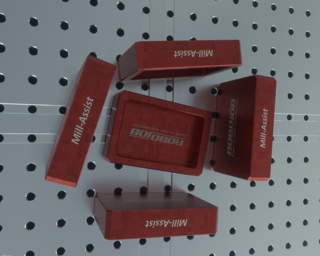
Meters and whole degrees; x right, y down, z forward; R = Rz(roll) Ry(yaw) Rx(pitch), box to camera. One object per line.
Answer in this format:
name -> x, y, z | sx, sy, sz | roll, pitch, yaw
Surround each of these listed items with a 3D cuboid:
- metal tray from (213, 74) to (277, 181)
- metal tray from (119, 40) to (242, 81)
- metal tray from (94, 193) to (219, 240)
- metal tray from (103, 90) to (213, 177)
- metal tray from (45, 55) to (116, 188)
metal tray -> 0.111, 0.000, 0.418 | 0.030, 0.090, 0.129 | 5, 88, -20
metal tray -> 0.023, -0.083, 0.385 | 0.131, 0.090, 0.030 | -7, 93, -20
metal tray -> -0.008, 0.102, 0.375 | 0.131, 0.090, 0.030 | 4, 89, -20
metal tray -> -0.001, 0.009, 0.408 | 0.131, 0.030, 0.090 | 12, 86, -20
metal tray -> -0.091, -0.007, 0.344 | 0.030, 0.090, 0.130 | 19, 83, -19
